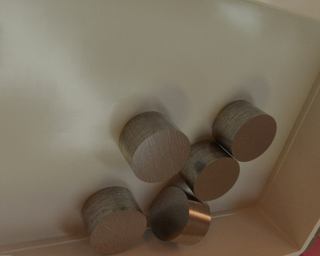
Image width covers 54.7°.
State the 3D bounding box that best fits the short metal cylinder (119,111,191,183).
[{"bbox_3d":[-0.008,0.025,0.405,0.081,0.050,0.079,-14,125,-21],"label":"short metal cylinder"}]

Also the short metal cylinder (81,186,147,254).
[{"bbox_3d":[-0.065,0.130,0.439,0.081,0.050,0.079,-14,125,-21],"label":"short metal cylinder"}]

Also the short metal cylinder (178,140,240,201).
[{"bbox_3d":[0.074,0.065,0.475,0.081,0.050,0.079,-14,125,-21],"label":"short metal cylinder"}]

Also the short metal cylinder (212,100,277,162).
[{"bbox_3d":[0.126,0.004,0.467,0.081,0.050,0.079,-14,125,-21],"label":"short metal cylinder"}]

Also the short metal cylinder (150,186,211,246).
[{"bbox_3d":[0.030,0.135,0.475,0.050,0.080,0.080,28,103,-38],"label":"short metal cylinder"}]
